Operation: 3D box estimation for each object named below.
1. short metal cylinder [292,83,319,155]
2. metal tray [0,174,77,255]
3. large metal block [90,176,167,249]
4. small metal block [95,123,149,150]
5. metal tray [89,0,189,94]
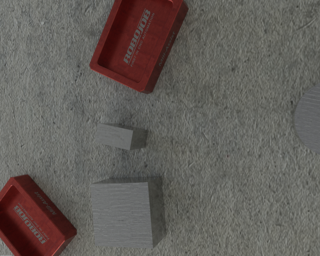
[{"bbox_3d":[0.186,-0.009,0.330,0.080,0.050,0.080,0,90,20],"label":"short metal cylinder"},{"bbox_3d":[-0.201,0.147,0.477,0.130,0.030,0.090,42,103,15],"label":"metal tray"},{"bbox_3d":[-0.041,0.109,0.410,0.080,0.050,0.080,-5,88,20],"label":"large metal block"},{"bbox_3d":[-0.050,0.011,0.413,0.050,0.050,0.025,12,94,19],"label":"small metal block"},{"bbox_3d":[-0.030,-0.122,0.416,0.090,0.030,0.129,27,99,18],"label":"metal tray"}]
